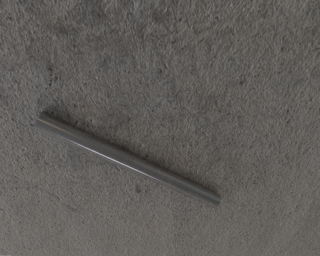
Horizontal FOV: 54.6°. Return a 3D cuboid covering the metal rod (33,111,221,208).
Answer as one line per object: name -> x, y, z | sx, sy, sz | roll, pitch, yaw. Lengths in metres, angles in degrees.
metal rod -> -0.032, 0.054, 0.452 | 0.301, 0.025, 0.025 | 28, 125, -22
